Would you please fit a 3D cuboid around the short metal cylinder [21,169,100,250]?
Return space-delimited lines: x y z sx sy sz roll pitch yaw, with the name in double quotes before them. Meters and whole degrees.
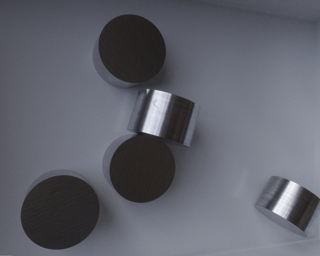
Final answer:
"short metal cylinder" -0.114 0.090 0.355 0.081 0.050 0.080 0 90 -20

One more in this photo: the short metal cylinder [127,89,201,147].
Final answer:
"short metal cylinder" 0.005 -0.011 0.383 0.081 0.080 0.050 18 84 -19

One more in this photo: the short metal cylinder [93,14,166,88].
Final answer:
"short metal cylinder" -0.039 -0.092 0.382 0.081 0.050 0.080 0 90 -20

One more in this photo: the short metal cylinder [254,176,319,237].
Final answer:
"short metal cylinder" 0.186 0.113 0.450 0.080 0.080 0.050 38 78 -16

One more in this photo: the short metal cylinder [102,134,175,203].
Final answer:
"short metal cylinder" -0.028 0.048 0.387 0.081 0.050 0.080 0 90 -20
